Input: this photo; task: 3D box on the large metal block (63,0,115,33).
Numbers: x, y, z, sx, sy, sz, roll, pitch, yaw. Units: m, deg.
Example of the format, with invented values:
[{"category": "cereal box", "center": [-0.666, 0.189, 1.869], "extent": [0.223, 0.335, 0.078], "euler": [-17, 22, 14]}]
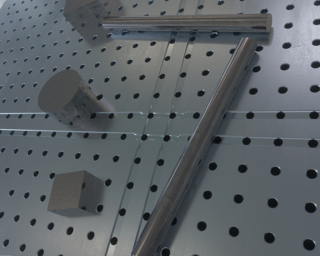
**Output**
[{"category": "large metal block", "center": [-0.139, -0.247, 0.617], "extent": [0.080, 0.050, 0.080], "euler": [-14, 56, 20]}]

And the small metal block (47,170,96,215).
[{"category": "small metal block", "center": [-0.118, 0.088, 0.417], "extent": [0.050, 0.025, 0.050], "euler": [-11, 57, 22]}]

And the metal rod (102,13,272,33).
[{"category": "metal rod", "center": [0.024, -0.169, 0.498], "extent": [0.300, 0.025, 0.025], "euler": [12, 68, 33]}]

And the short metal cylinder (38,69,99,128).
[{"category": "short metal cylinder", "center": [-0.146, -0.047, 0.498], "extent": [0.080, 0.050, 0.080], "euler": [-13, 56, 21]}]

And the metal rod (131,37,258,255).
[{"category": "metal rod", "center": [0.049, 0.014, 0.373], "extent": [0.025, 0.025, 0.300], "euler": [17, 70, 35]}]
